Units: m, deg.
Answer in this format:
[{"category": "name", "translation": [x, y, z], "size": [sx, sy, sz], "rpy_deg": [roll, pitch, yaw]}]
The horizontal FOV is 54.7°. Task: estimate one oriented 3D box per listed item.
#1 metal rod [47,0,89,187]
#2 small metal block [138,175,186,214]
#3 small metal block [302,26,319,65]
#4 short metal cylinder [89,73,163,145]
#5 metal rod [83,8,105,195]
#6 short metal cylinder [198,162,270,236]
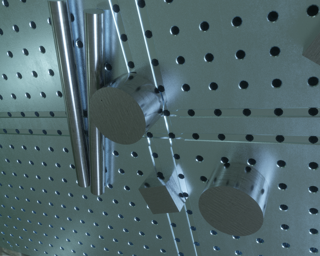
[{"category": "metal rod", "translation": [-0.127, -0.031, 0.458], "size": [0.025, 0.025, 0.298], "rpy_deg": [14, 125, 20]}, {"category": "small metal block", "translation": [0.003, 0.102, 0.473], "size": [0.050, 0.025, 0.050], "rpy_deg": [-16, 111, 34]}, {"category": "small metal block", "translation": [0.166, -0.077, 0.276], "size": [0.050, 0.025, 0.050], "rpy_deg": [33, 129, 6]}, {"category": "short metal cylinder", "translation": [-0.043, -0.025, 0.402], "size": [0.080, 0.050, 0.079], "rpy_deg": [13, 124, 21]}, {"category": "metal rod", "translation": [-0.092, -0.016, 0.450], "size": [0.025, 0.025, 0.298], "rpy_deg": [19, 126, 17]}, {"category": "short metal cylinder", "translation": [0.096, 0.092, 0.401], "size": [0.080, 0.050, 0.079], "rpy_deg": [13, 124, 21]}]
